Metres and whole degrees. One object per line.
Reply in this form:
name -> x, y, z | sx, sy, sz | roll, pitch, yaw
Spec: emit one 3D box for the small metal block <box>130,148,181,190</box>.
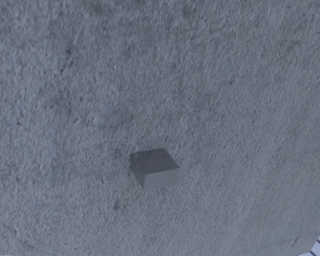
small metal block -> -0.008, 0.054, 0.422 | 0.050, 0.050, 0.025 | -7, 122, -25
